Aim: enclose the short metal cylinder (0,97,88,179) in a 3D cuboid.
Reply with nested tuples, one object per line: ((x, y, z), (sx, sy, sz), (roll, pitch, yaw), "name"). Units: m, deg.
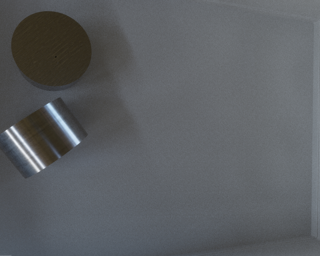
((-0.127, 0.010, 0.335), (0.080, 0.080, 0.050), (-37, 102, -16), "short metal cylinder")

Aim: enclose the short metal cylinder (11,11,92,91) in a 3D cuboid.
((-0.122, -0.084, 0.352), (0.081, 0.050, 0.079), (0, 90, -21), "short metal cylinder")
